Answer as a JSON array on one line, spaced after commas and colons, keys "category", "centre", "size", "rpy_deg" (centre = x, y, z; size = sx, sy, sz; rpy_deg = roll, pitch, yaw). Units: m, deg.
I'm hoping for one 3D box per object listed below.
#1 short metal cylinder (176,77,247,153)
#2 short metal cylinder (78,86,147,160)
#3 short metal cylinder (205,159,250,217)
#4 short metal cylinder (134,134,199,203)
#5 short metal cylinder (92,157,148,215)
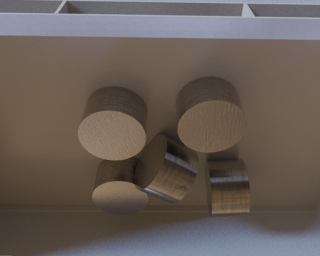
[{"category": "short metal cylinder", "centre": [0.061, -0.016, 0.380], "size": [0.081, 0.050, 0.079], "rpy_deg": [0, 130, 0]}, {"category": "short metal cylinder", "centre": [-0.057, -0.005, 0.388], "size": [0.081, 0.050, 0.079], "rpy_deg": [0, 130, 0]}, {"category": "short metal cylinder", "centre": [0.095, 0.086, 0.447], "size": [0.050, 0.080, 0.080], "rpy_deg": [-3, 130, 3]}, {"category": "short metal cylinder", "centre": [0.007, 0.055, 0.420], "size": [0.050, 0.080, 0.080], "rpy_deg": [27, 125, -21]}, {"category": "short metal cylinder", "centre": [-0.057, 0.086, 0.465], "size": [0.081, 0.050, 0.079], "rpy_deg": [0, 130, 0]}]
